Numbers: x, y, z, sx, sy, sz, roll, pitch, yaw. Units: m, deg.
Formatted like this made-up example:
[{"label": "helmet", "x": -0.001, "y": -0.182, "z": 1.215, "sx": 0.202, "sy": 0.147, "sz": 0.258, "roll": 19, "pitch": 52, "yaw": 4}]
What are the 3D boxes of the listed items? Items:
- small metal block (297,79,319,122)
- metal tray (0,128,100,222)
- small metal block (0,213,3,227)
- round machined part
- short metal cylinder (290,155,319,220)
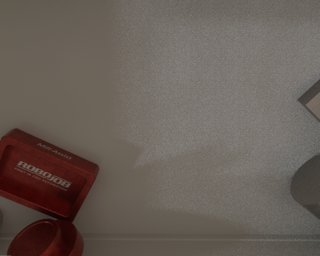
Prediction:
[{"label": "small metal block", "x": 0.219, "y": -0.035, "z": 0.402, "sx": 0.050, "sy": 0.025, "sz": 0.050, "roll": 40, "pitch": 105, "yaw": -14}, {"label": "metal tray", "x": -0.163, "y": 0.068, "z": 0.431, "sx": 0.131, "sy": 0.030, "sz": 0.089, "roll": 26, "pitch": 108, "yaw": -10}, {"label": "small metal block", "x": -0.264, "y": 0.146, "z": 0.445, "sx": 0.050, "sy": 0.050, "sz": 0.025, "roll": 11, "pitch": 135, "yaw": -5}, {"label": "round machined part", "x": -0.153, "y": 0.157, "z": 0.398, "sx": 0.098, "sy": 0.098, "sz": 0.042, "roll": -18, "pitch": 120, "yaw": 6}, {"label": "short metal cylinder", "x": 0.226, "y": 0.082, "z": 0.415, "sx": 0.050, "sy": 0.080, "sz": 0.080, "roll": 38, "pitch": 106, "yaw": -13}]
